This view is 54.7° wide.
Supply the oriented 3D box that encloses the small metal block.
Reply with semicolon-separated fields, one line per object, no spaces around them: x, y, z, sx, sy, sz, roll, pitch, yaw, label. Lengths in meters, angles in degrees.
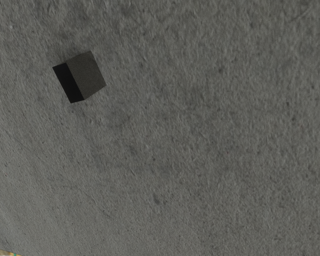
-0.103;-0.067;0.402;0.025;0.050;0.050;-9;114;32;small metal block
